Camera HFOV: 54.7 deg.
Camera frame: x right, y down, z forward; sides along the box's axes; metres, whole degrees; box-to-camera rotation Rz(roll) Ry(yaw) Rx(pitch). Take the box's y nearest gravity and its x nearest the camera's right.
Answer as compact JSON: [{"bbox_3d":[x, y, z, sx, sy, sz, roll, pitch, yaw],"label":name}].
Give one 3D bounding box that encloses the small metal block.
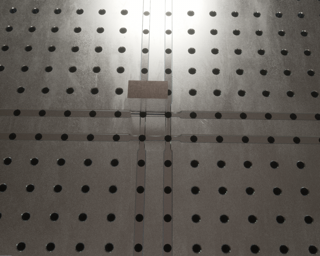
[{"bbox_3d":[-0.015,-0.040,0.413,0.050,0.050,0.025,1,70,0],"label":"small metal block"}]
